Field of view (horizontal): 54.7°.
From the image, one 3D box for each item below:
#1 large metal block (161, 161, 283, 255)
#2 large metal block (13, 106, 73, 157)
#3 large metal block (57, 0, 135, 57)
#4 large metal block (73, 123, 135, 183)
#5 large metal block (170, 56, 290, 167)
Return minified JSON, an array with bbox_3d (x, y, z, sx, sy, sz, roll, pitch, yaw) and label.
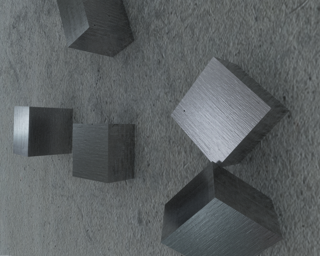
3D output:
[{"bbox_3d":[0.059,0.093,0.313,0.080,0.080,0.050,-49,16,29],"label":"large metal block"},{"bbox_3d":[-0.201,0.004,0.535,0.050,0.081,0.079,5,93,40],"label":"large metal block"},{"bbox_3d":[-0.092,-0.156,0.445,0.050,0.081,0.080,-26,74,37],"label":"large metal block"},{"bbox_3d":[-0.084,0.033,0.458,0.080,0.050,0.080,1,91,40],"label":"large metal block"},{"bbox_3d":[0.071,-0.016,0.330,0.080,0.050,0.080,51,120,28],"label":"large metal block"}]
